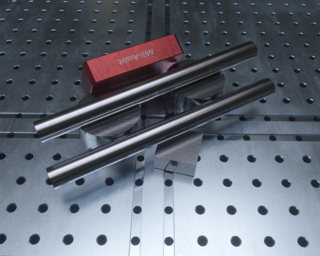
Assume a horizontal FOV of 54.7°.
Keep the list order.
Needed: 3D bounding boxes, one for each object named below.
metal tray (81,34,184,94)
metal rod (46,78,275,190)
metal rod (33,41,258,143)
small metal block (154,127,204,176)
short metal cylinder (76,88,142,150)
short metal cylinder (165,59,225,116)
[{"bbox_3d":[-0.041,-0.081,0.431,0.131,0.090,0.030,-23,86,-19],"label":"metal tray"},{"bbox_3d":[0.016,-0.002,0.375,0.302,0.025,0.025,-23,54,-19],"label":"metal rod"},{"bbox_3d":[-0.002,-0.053,0.385,0.302,0.025,0.025,-24,54,-19],"label":"metal rod"},{"bbox_3d":[0.024,0.027,0.384,0.050,0.025,0.050,12,51,9],"label":"small metal block"},{"bbox_3d":[-0.063,-0.005,0.395,0.081,0.050,0.080,0,50,0],"label":"short metal cylinder"},{"bbox_3d":[0.047,-0.052,0.436,0.081,0.050,0.080,0,50,0],"label":"short metal cylinder"}]
